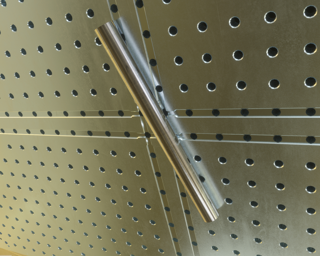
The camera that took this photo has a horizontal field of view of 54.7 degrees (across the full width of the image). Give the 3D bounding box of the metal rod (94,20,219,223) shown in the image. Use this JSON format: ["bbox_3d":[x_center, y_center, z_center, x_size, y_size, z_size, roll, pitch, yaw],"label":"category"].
[{"bbox_3d":[0.004,0.003,0.409,0.025,0.025,0.299,-18,109,35],"label":"metal rod"}]
